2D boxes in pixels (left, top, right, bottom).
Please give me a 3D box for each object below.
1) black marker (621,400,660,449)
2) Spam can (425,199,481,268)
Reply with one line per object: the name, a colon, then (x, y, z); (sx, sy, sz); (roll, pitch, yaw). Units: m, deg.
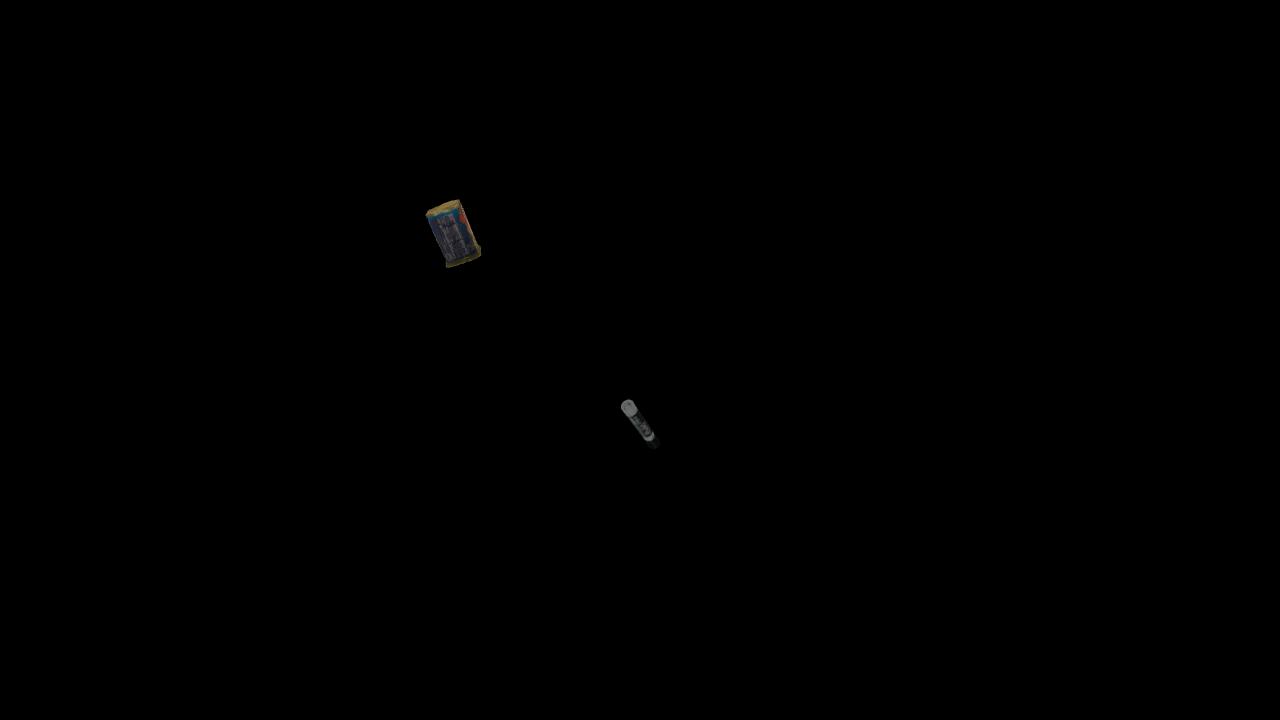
black marker: (0.003, 0.093, 0.868); (0.020, 0.020, 0.121); (0, -33, 24)
Spam can: (-0.293, -0.201, 0.967); (0.058, 0.085, 0.101); (-22, 23, -7)
